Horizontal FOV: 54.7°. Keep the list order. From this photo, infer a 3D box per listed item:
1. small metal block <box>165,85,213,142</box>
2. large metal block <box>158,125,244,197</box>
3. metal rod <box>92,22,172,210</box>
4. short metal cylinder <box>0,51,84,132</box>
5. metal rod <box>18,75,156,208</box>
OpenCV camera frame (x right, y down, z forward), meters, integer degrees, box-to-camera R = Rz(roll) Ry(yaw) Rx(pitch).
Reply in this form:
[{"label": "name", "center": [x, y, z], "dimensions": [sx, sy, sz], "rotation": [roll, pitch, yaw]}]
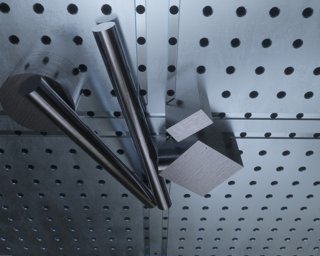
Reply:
[{"label": "small metal block", "center": [0.034, -0.018, 0.380], "dimensions": [0.050, 0.050, 0.025], "rotation": [-31, 124, 23]}, {"label": "large metal block", "center": [0.054, 0.041, 0.431], "dimensions": [0.080, 0.050, 0.080], "rotation": [30, 124, -24]}, {"label": "metal rod", "center": [-0.026, 0.009, 0.411], "dimensions": [0.025, 0.025, 0.298], "rotation": [-10, 128, 8]}, {"label": "short metal cylinder", "center": [-0.134, -0.041, 0.359], "dimensions": [0.081, 0.050, 0.079], "rotation": [0, 130, 0]}, {"label": "metal rod", "center": [-0.068, 0.041, 0.403], "dimensions": [0.025, 0.025, 0.300], "rotation": [-17, 141, 14]}]
